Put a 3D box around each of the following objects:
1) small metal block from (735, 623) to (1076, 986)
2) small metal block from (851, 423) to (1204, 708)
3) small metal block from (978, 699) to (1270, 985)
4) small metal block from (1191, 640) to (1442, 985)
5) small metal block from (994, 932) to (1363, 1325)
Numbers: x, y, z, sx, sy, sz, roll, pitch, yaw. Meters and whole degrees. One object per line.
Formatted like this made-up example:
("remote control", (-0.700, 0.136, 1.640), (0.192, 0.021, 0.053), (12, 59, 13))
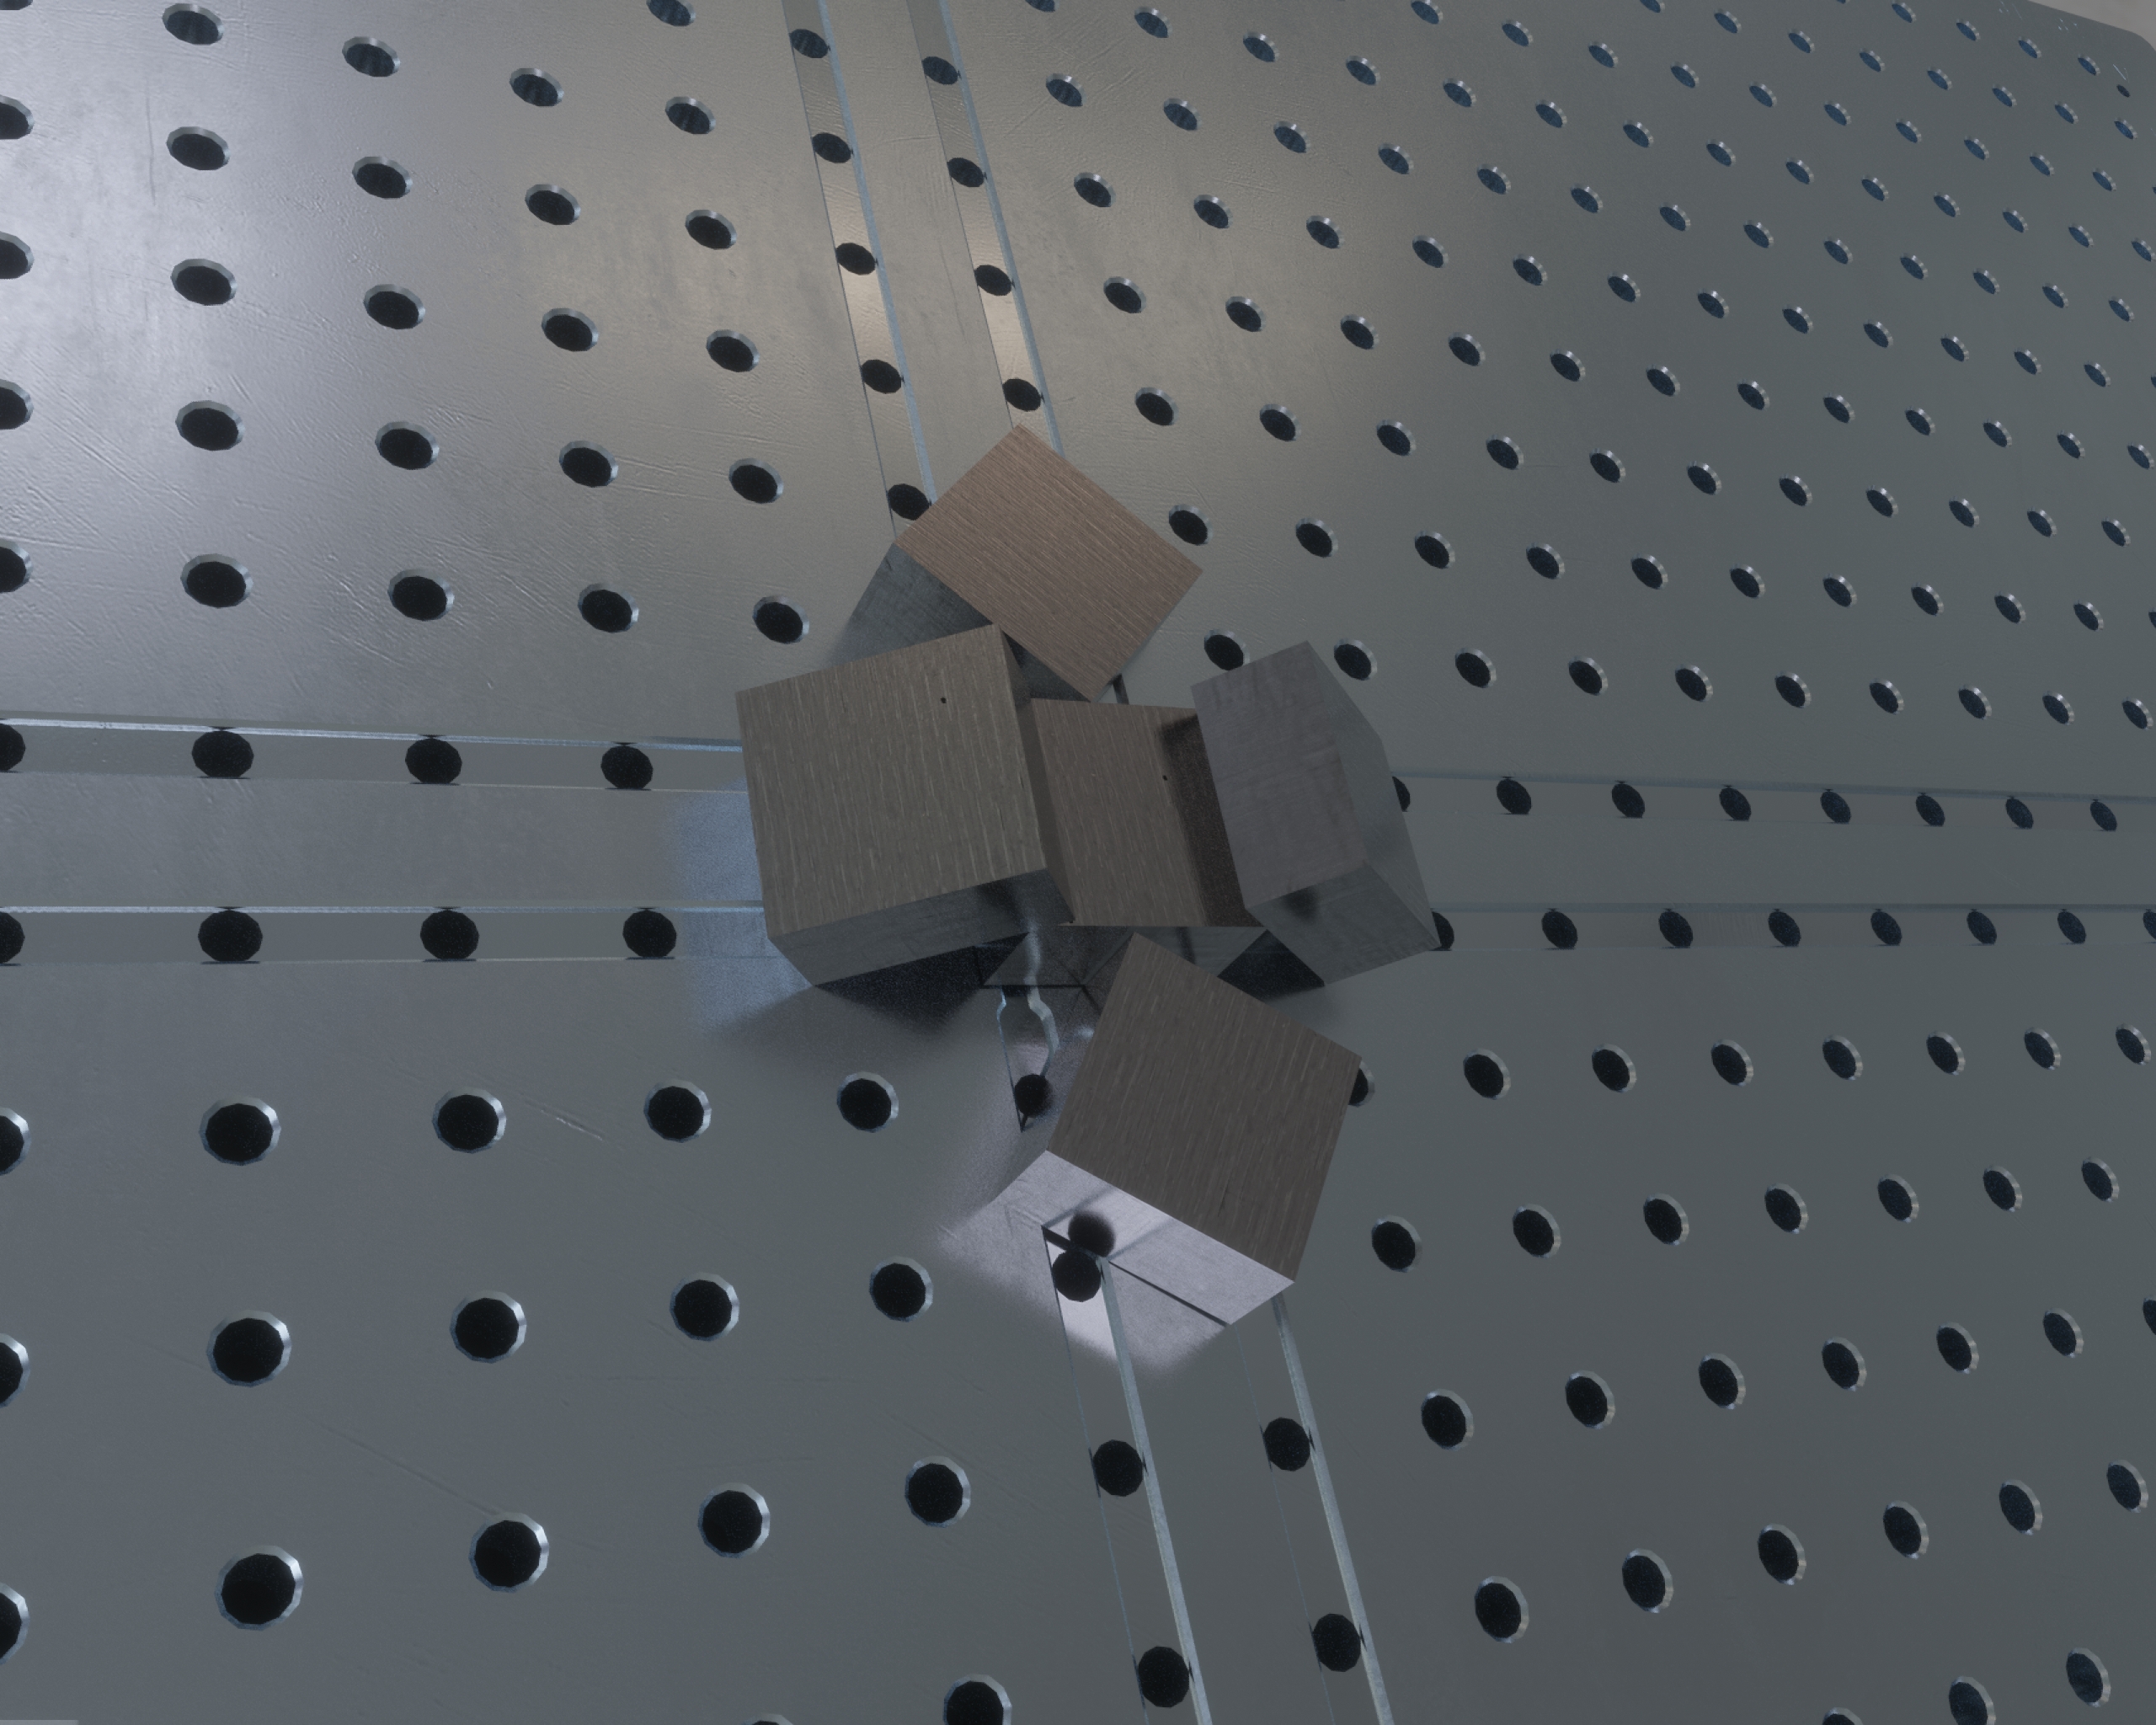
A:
("small metal block", (-0.032, -0.010, 0.381), (0.050, 0.025, 0.050), (-14, 65, 5))
("small metal block", (-0.010, -0.056, 0.437), (0.050, 0.025, 0.050), (39, 50, -1))
("small metal block", (0.004, -0.004, 0.412), (0.050, 0.025, 0.050), (1, 60, -28))
("small metal block", (0.048, -0.009, 0.422), (0.050, 0.025, 0.050), (39, 34, -58))
("small metal block", (0.019, 0.049, 0.387), (0.050, 0.025, 0.050), (29, 53, -8))
